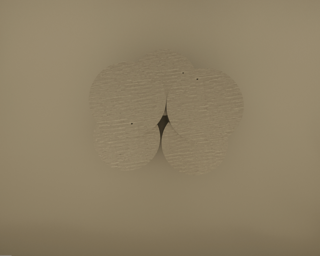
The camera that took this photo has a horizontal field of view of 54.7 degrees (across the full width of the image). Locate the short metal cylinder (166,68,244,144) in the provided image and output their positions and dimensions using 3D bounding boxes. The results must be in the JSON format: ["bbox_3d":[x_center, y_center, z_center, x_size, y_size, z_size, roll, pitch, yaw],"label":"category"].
[{"bbox_3d":[0.047,-0.023,0.347,0.081,0.050,0.080,0,90,0],"label":"short metal cylinder"}]

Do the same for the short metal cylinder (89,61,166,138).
[{"bbox_3d":[-0.034,-0.030,0.347,0.081,0.050,0.080,0,90,0],"label":"short metal cylinder"}]

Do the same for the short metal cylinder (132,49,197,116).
[{"bbox_3d":[0.005,-0.055,0.397,0.081,0.050,0.080,0,90,0],"label":"short metal cylinder"}]

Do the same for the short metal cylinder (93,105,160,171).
[{"bbox_3d":[-0.040,0.011,0.397,0.081,0.050,0.080,0,90,0],"label":"short metal cylinder"}]

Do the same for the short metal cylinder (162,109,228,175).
[{"bbox_3d":[0.042,0.017,0.397,0.081,0.050,0.080,0,90,0],"label":"short metal cylinder"}]
